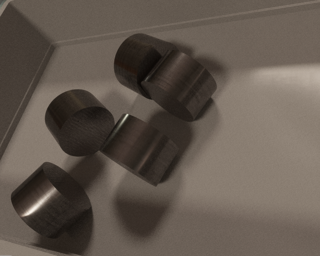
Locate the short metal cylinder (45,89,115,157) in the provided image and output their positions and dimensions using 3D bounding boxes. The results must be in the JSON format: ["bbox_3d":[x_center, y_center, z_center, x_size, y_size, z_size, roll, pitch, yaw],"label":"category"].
[{"bbox_3d":[-0.111,-0.007,0.431,0.080,0.080,0.050,-45,51,-3],"label":"short metal cylinder"}]

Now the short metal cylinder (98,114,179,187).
[{"bbox_3d":[-0.025,0.027,0.366,0.080,0.080,0.050,24,75,36],"label":"short metal cylinder"}]

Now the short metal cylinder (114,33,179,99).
[{"bbox_3d":[-0.016,-0.085,0.430,0.050,0.080,0.080,32,79,38],"label":"short metal cylinder"}]

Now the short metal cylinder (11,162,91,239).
[{"bbox_3d":[-0.133,0.088,0.384,0.050,0.080,0.080,-44,51,-2],"label":"short metal cylinder"}]

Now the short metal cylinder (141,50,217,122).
[{"bbox_3d":[0.023,-0.052,0.389,0.080,0.080,0.050,29,78,37],"label":"short metal cylinder"}]
